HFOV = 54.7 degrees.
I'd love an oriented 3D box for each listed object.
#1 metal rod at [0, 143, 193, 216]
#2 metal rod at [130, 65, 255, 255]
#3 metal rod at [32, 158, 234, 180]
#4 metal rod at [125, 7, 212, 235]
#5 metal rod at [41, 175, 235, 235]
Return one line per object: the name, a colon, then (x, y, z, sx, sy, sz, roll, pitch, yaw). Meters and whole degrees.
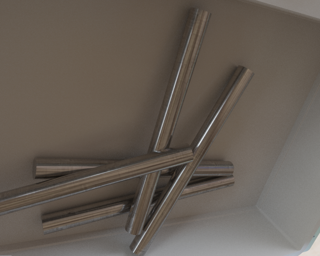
metal rod: (-0.104, 0.066, 0.359, 0.302, 0.025, 0.025, -14, 125, -15)
metal rod: (0.043, 0.049, 0.436, 0.025, 0.025, 0.299, 27, 95, -38)
metal rod: (-0.016, 0.057, 0.435, 0.302, 0.025, 0.025, 4, 116, -31)
metal rod: (0.005, 0.004, 0.391, 0.025, 0.025, 0.298, 7, 109, -32)
metal rod: (-0.017, 0.107, 0.465, 0.303, 0.025, 0.025, -8, 122, -25)
